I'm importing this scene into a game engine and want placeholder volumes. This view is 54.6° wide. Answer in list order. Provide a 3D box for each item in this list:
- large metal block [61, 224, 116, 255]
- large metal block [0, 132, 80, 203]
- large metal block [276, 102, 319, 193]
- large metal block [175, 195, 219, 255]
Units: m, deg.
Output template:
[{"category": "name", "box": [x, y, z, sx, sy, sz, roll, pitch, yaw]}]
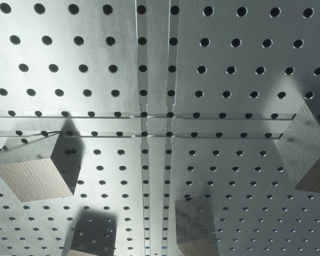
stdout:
[{"category": "large metal block", "box": [-0.139, 0.237, 0.595, 0.080, 0.050, 0.080, 21, 127, -17]}, {"category": "large metal block", "box": [-0.171, 0.057, 0.442, 0.080, 0.050, 0.080, -9, 130, 7]}, {"category": "large metal block", "box": [0.202, 0.026, 0.399, 0.050, 0.080, 0.079, 11, 129, -9]}, {"category": "large metal block", "box": [0.063, 0.174, 0.524, 0.050, 0.080, 0.080, -15, 129, 12]}]
